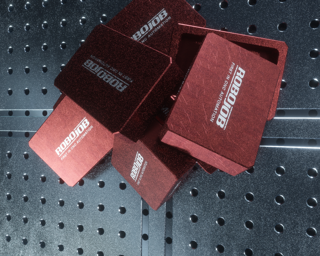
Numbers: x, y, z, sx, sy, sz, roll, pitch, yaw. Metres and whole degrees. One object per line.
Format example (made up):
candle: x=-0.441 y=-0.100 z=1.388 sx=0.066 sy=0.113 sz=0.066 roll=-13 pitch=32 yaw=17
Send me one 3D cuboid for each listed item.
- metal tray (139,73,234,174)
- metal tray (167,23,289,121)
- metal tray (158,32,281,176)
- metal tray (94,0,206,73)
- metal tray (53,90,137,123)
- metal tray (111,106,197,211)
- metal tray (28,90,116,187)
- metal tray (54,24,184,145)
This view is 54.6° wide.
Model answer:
metal tray: x=0.033 y=-0.008 z=0.368 sx=0.130 sy=0.090 sz=0.030 roll=46 pitch=105 yaw=15
metal tray: x=0.072 y=-0.063 z=0.361 sx=0.131 sy=0.030 sz=0.090 roll=10 pitch=93 yaw=-1
metal tray: x=0.065 y=-0.028 z=0.320 sx=0.090 sy=0.030 sz=0.130 roll=26 pitch=63 yaw=-3
metal tray: x=-0.017 y=-0.114 z=0.396 sx=0.130 sy=0.030 sz=0.090 roll=-42 pitch=79 yaw=0
metal tray: x=-0.082 y=-0.049 z=0.439 sx=0.090 sy=0.030 sz=0.130 roll=41 pitch=102 yaw=15
metal tray: x=-0.015 y=0.041 z=0.369 sx=0.030 sy=0.129 sz=0.090 roll=-38 pitch=75 yaw=-27
metal tray: x=-0.111 y=0.010 z=0.426 sx=0.090 sy=0.030 sz=0.130 roll=46 pitch=116 yaw=-2
metal tray: x=-0.049 y=-0.052 z=0.334 sx=0.130 sy=0.030 sz=0.090 roll=35 pitch=87 yaw=36
